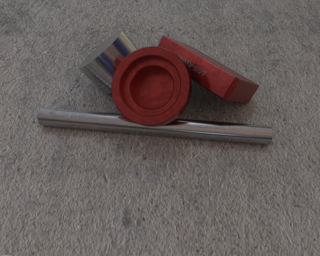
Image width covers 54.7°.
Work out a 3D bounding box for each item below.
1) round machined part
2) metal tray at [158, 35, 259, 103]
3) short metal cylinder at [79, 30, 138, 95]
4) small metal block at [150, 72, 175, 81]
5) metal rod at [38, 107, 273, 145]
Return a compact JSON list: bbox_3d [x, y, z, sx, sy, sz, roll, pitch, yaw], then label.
[{"bbox_3d":[-0.008,-0.050,0.395,0.098,0.042,0.097,-1,85,12],"label":"round machined part"},{"bbox_3d":[0.066,-0.082,0.438,0.130,0.030,0.091,38,21,27],"label":"metal tray"},{"bbox_3d":[-0.068,-0.093,0.441,0.080,0.050,0.080,-33,26,19],"label":"short metal cylinder"},{"bbox_3d":[-0.001,-0.066,0.442,0.050,0.050,0.025,19,53,15],"label":"small metal block"},{"bbox_3d":[-0.009,-0.003,0.407,0.302,0.025,0.025,5,50,4],"label":"metal rod"}]
